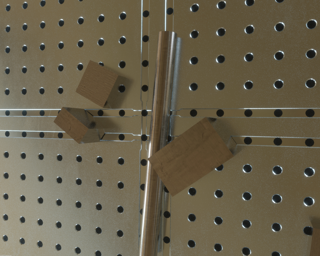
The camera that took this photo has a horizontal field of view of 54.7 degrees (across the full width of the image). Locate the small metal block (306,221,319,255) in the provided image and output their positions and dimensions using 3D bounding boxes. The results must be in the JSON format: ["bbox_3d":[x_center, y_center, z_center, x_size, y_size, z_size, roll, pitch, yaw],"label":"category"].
[{"bbox_3d":[0.194,0.138,0.345,0.050,0.025,0.050,7,92,19],"label":"small metal block"}]

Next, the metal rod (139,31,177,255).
[{"bbox_3d":[-0.003,0.024,0.412,0.025,0.025,0.298,6,92,19],"label":"metal rod"}]

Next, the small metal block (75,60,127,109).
[{"bbox_3d":[-0.084,-0.061,0.441,0.050,0.025,0.050,30,99,17],"label":"small metal block"}]

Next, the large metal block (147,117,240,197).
[{"bbox_3d":[0.044,0.031,0.367,0.080,0.080,0.050,-37,79,16],"label":"large metal block"}]

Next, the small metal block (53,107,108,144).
[{"bbox_3d":[-0.111,-0.004,0.437,0.050,0.050,0.025,38,102,15],"label":"small metal block"}]
